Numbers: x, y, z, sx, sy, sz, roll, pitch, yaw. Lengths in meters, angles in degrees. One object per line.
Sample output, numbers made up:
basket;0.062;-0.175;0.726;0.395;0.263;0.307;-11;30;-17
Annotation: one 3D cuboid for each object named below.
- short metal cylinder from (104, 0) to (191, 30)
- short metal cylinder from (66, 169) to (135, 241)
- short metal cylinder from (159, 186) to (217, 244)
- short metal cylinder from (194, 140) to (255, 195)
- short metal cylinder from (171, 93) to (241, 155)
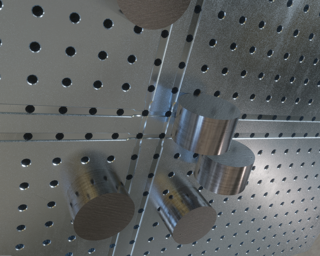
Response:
short metal cylinder;-0.014;-0.142;0.301;0.081;0.050;0.079;-14;125;-21
short metal cylinder;-0.081;0.103;0.416;0.081;0.050;0.079;-14;125;-21
short metal cylinder;0.046;0.143;0.511;0.081;0.050;0.079;-14;125;-21
short metal cylinder;0.095;0.055;0.464;0.081;0.080;0.050;-5;121;-26
short metal cylinder;0.058;-0.007;0.405;0.081;0.080;0.050;-4;120;-27
